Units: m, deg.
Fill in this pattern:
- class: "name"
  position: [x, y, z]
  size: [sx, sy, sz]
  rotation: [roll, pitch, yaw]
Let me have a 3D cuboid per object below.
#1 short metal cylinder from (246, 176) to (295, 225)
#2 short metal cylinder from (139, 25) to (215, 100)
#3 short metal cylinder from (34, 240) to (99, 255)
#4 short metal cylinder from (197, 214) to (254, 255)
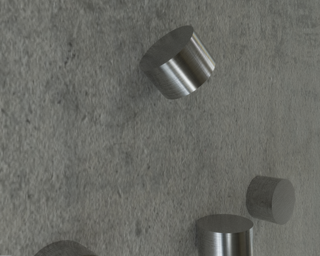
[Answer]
- class: "short metal cylinder"
  position: [0.201, 0.129, 0.561]
  size: [0.081, 0.050, 0.079]
  rotation: [0, 90, -40]
- class: "short metal cylinder"
  position: [0.022, -0.082, 0.389]
  size: [0.050, 0.080, 0.080]
  rotation: [47, 62, -30]
- class: "short metal cylinder"
  position: [-0.093, 0.161, 0.312]
  size: [0.081, 0.050, 0.079]
  rotation: [0, 90, -40]
- class: "short metal cylinder"
  position: [0.095, 0.163, 0.452]
  size: [0.081, 0.080, 0.050]
  rotation: [-4, 93, -40]
